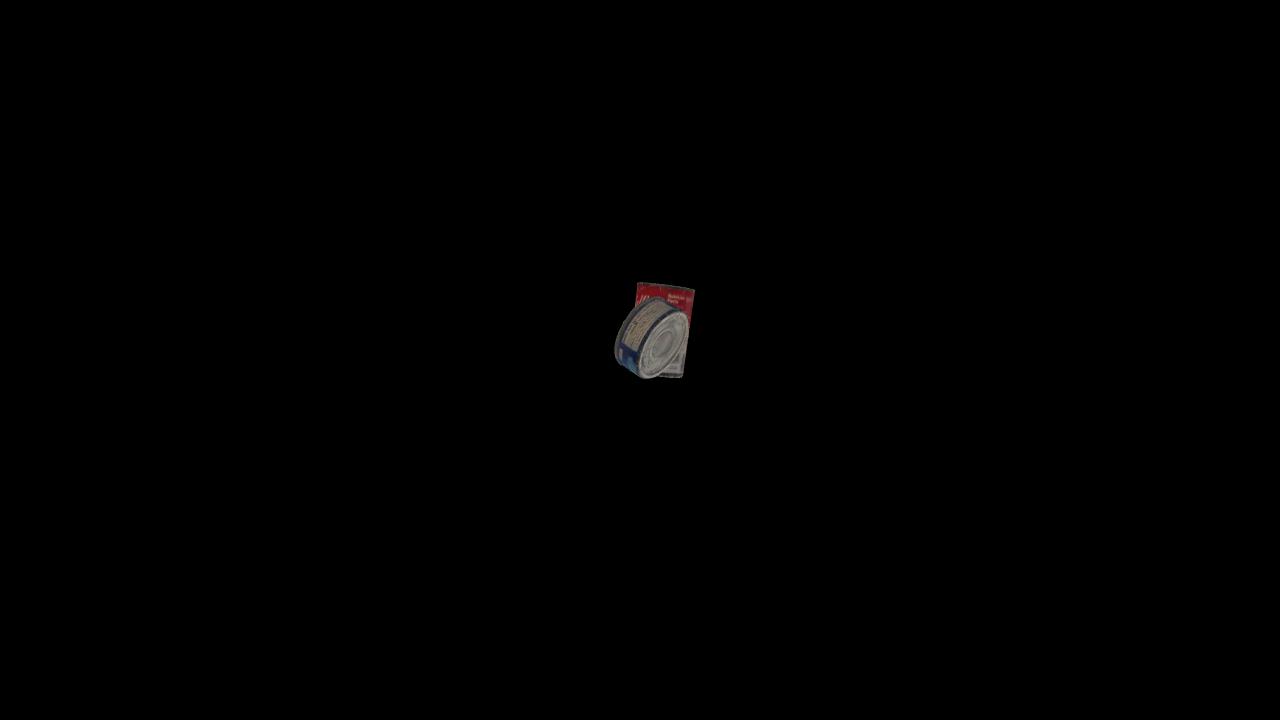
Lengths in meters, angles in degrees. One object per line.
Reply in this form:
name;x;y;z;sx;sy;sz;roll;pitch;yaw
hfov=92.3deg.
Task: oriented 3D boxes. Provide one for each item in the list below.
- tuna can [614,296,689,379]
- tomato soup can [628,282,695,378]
tuna can;0.014;-0.022;0.645;0.034;0.084;0.084;34;17;28
tomato soup can;0.024;-0.034;0.704;0.068;0.101;0.068;7;5;-1
